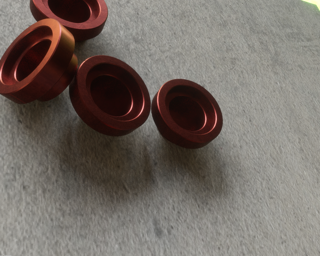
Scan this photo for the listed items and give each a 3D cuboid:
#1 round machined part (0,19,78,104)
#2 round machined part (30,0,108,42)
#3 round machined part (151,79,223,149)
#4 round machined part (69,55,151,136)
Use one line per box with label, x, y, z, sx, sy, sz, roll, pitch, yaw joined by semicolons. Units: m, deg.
round machined part;-0.131;-0.068;0.341;0.042;0.098;0.098;42;39;-49
round machined part;-0.125;-0.156;0.422;0.099;0.042;0.098;14;56;-21
round machined part;0.033;-0.015;0.422;0.099;0.042;0.098;14;56;-21
round machined part;-0.063;-0.035;0.373;0.099;0.042;0.098;21;55;-32
